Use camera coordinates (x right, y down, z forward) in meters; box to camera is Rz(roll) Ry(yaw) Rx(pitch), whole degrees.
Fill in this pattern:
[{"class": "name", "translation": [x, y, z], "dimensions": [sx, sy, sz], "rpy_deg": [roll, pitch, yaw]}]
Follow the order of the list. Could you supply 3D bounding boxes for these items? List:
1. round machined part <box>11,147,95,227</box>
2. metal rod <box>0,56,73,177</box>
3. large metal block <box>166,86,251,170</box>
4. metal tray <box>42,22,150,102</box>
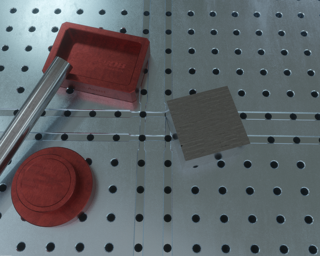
[{"class": "round machined part", "translation": [-0.131, 0.069, 0.376], "dimensions": [0.099, 0.042, 0.098], "rpy_deg": [0, 70, -1]}, {"class": "metal rod", "translation": [-0.199, 0.041, 0.377], "dimensions": [0.025, 0.025, 0.300], "rpy_deg": [28, 78, 9]}, {"class": "large metal block", "translation": [0.058, 0.001, 0.399], "dimensions": [0.081, 0.050, 0.080], "rpy_deg": [-15, 71, -6]}, {"class": "metal tray", "translation": [-0.087, -0.095, 0.442], "dimensions": [0.131, 0.030, 0.090], "rpy_deg": [13, 70, 4]}]
